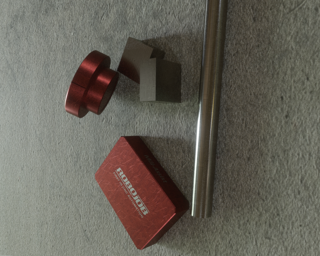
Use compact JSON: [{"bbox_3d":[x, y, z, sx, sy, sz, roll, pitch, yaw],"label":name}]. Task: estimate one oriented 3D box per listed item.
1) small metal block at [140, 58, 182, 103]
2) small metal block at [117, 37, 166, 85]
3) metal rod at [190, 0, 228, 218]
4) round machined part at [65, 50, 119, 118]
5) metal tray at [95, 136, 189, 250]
[{"bbox_3d":[0.002,-0.057,0.386,0.025,0.050,0.050,1,91,40],"label":"small metal block"},{"bbox_3d":[-0.027,-0.091,0.425,0.050,0.025,0.050,35,111,34],"label":"small metal block"},{"bbox_3d":[0.058,-0.047,0.355,0.025,0.025,0.298,6,94,39],"label":"metal rod"},{"bbox_3d":[-0.092,-0.057,0.443,0.042,0.098,0.097,26,110,-2],"label":"round machined part"},{"bbox_3d":[-0.030,0.085,0.424,0.130,0.030,0.090,51,120,27],"label":"metal tray"}]
